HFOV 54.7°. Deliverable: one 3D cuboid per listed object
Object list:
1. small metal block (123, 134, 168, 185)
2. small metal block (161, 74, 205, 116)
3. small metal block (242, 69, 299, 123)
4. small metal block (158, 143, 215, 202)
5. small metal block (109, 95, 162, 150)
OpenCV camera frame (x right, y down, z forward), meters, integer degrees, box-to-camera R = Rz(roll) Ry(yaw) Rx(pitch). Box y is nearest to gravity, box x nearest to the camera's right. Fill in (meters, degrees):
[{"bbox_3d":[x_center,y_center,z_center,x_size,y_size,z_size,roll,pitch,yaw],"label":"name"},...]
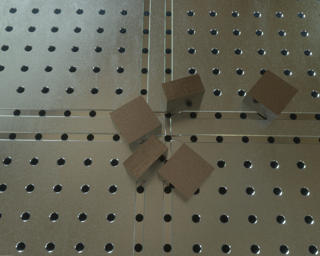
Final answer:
[{"bbox_3d":[-0.017,0.040,0.384,0.025,0.050,0.050,42,75,13],"label":"small metal block"},{"bbox_3d":[0.029,-0.044,0.415,0.050,0.050,0.025,-16,71,-6],"label":"small metal block"},{"bbox_3d":[0.153,-0.044,0.430,0.050,0.025,0.050,39,74,12],"label":"small metal block"},{"bbox_3d":[0.032,0.056,0.392,0.050,0.025,0.050,40,74,13],"label":"small metal block"},{"bbox_3d":[-0.032,-0.008,0.414,0.050,0.025,0.050,-31,73,-11],"label":"small metal block"}]
